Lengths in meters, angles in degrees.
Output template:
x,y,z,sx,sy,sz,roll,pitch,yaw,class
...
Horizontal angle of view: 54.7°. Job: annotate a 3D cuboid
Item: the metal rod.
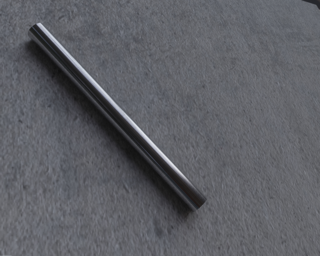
x,y,z,sx,sy,sz,roll,pitch,yaw,class
-0.055,-0.016,0.384,0.300,0.025,0.025,47,51,4,metal rod
